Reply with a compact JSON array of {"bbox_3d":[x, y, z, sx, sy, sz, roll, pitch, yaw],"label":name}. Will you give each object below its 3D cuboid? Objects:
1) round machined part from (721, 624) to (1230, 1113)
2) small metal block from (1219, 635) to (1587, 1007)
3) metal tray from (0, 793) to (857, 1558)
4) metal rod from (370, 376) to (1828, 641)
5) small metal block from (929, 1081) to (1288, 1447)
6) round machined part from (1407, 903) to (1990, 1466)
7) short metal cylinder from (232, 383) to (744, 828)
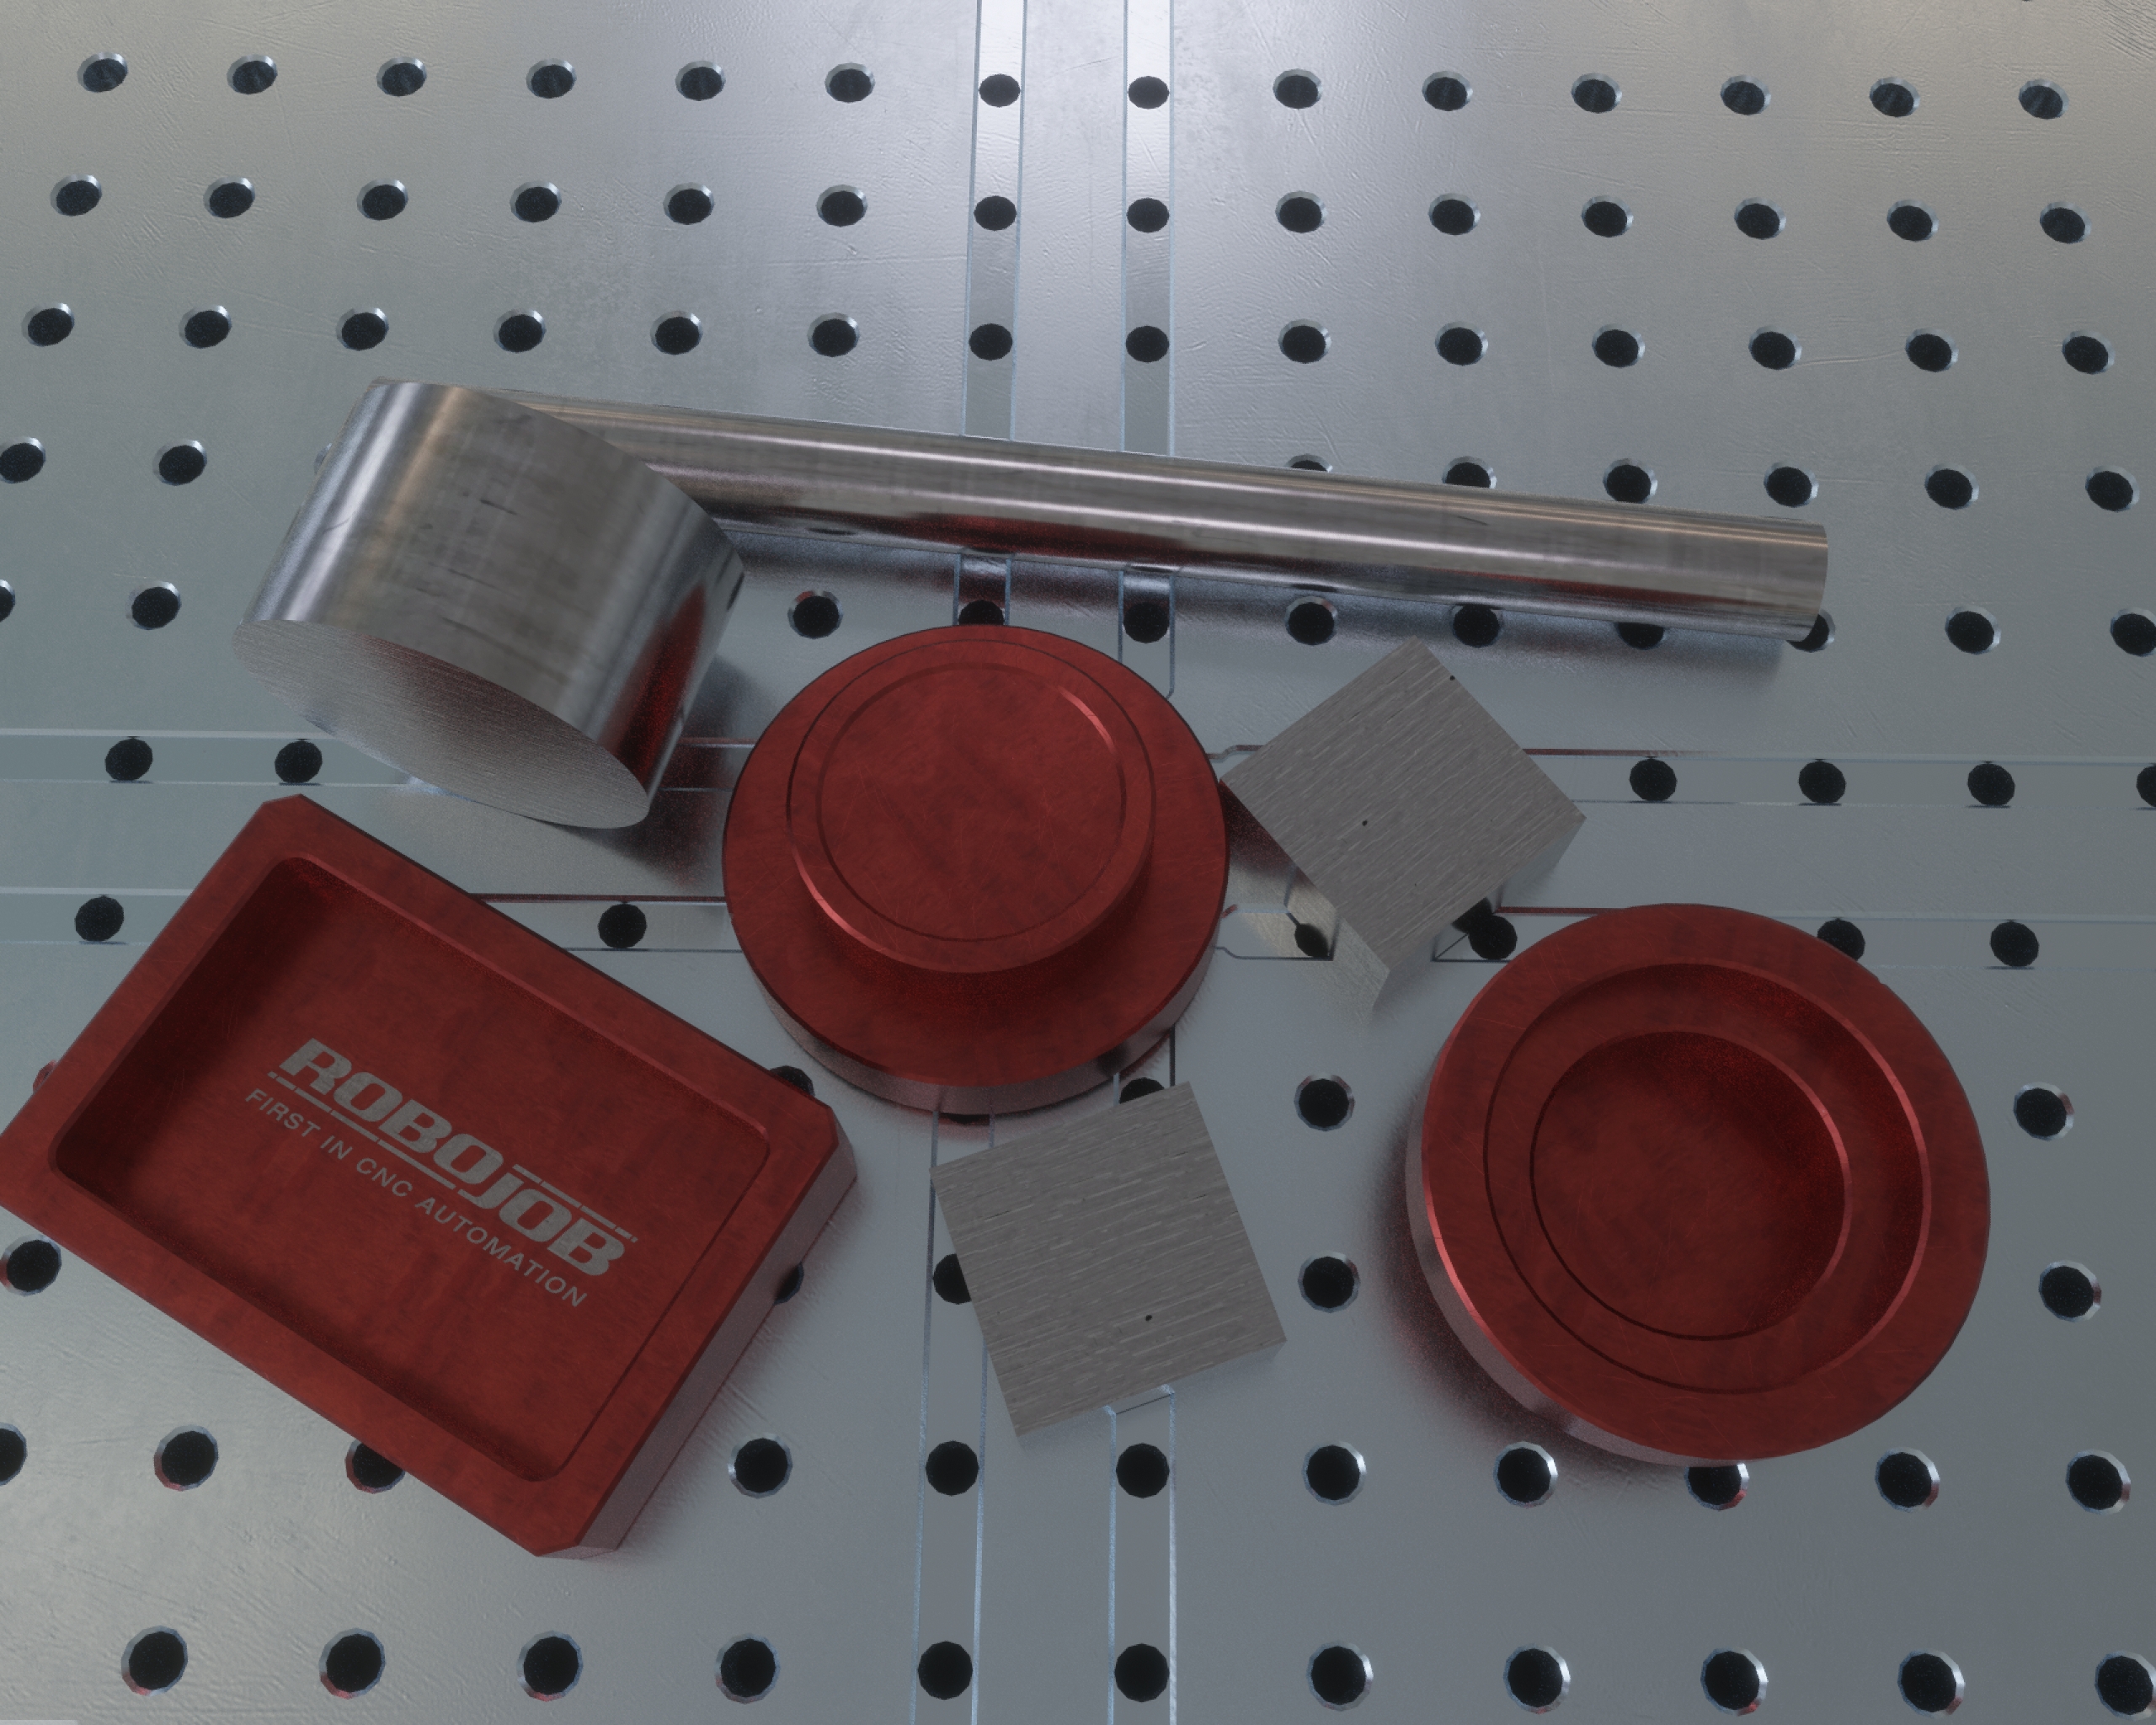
[{"bbox_3d":[-0.020,-0.004,0.403,0.099,0.042,0.098,0,67,0],"label":"round machined part"},{"bbox_3d":[0.063,-0.008,0.415,0.050,0.025,0.050,-36,74,-12],"label":"small metal block"},{"bbox_3d":[-0.119,0.056,0.387,0.130,0.030,0.090,29,73,10],"label":"metal tray"},{"bbox_3d":[0.002,-0.075,0.438,0.302,0.025,0.025,6,70,2],"label":"metal rod"},{"bbox_3d":[0.005,0.074,0.385,0.050,0.025,0.050,-18,71,-7],"label":"small metal block"},{"bbox_3d":[0.109,0.060,0.381,0.099,0.042,0.098,0,70,0],"label":"round machined part"},{"bbox_3d":[-0.111,-0.047,0.399,0.080,0.080,0.050,17,71,6],"label":"short metal cylinder"}]
